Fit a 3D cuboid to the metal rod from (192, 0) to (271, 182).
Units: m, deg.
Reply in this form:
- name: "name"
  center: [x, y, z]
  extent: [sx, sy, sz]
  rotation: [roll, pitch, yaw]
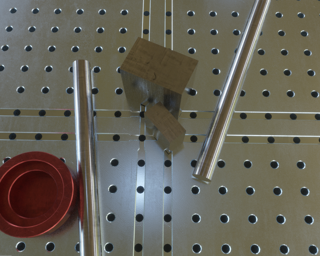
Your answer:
- name: "metal rod"
  center: [0.107, -0.068, 0.437]
  extent: [0.025, 0.025, 0.300]
  rotation: [20, 71, 7]

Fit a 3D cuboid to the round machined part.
- name: "round machined part"
  center: [-0.148, 0.080, 0.372]
  extent: [0.099, 0.042, 0.098]
  rotation: [0, 70, -1]

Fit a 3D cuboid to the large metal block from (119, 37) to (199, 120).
- name: "large metal block"
  center: [-0.001, -0.062, 0.405]
  extent: [0.080, 0.080, 0.050]
  rotation: [24, 72, 8]

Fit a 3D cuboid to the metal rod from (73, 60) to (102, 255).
- name: "metal rod"
  center: [-0.093, 0.048, 0.392]
  extent: [0.025, 0.025, 0.299]
  rotation: [-7, 70, -3]

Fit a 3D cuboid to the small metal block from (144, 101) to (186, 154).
- name: "small metal block"
  center: [0.006, 0.001, 0.398]
  extent: [0.025, 0.050, 0.050]
  rotation: [-37, 75, -12]
